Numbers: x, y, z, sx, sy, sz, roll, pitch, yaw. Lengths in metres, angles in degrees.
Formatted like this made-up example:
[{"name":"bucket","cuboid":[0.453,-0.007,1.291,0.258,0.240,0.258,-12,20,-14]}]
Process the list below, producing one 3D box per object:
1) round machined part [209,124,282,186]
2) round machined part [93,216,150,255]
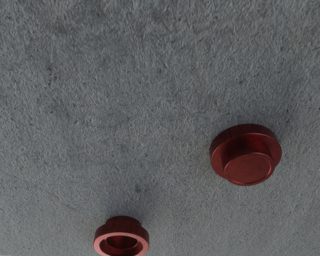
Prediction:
[{"name":"round machined part","cuboid":[0.121,0.044,0.435,0.099,0.042,0.097,0,130,0]},{"name":"round machined part","cuboid":[-0.068,0.196,0.562,0.099,0.042,0.097,0,130,0]}]
